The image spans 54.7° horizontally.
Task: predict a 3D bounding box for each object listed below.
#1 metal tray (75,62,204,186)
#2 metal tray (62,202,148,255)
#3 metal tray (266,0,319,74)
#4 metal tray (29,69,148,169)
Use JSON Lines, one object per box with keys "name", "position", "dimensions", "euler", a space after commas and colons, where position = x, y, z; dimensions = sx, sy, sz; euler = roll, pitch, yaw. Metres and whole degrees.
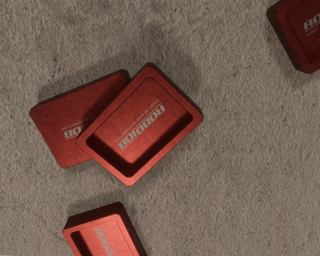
{"name": "metal tray", "position": [-0.025, -0.002, 0.373], "dimensions": [0.090, 0.030, 0.130], "euler": [43, 104, -15]}
{"name": "metal tray", "position": [-0.078, 0.184, 0.473], "dimensions": [0.090, 0.030, 0.129], "euler": [-19, 109, 6]}
{"name": "metal tray", "position": [0.204, -0.135, 0.360], "dimensions": [0.130, 0.030, 0.090], "euler": [-33, 107, 11]}
{"name": "metal tray", "position": [-0.087, -0.011, 0.402], "dimensions": [0.130, 0.030, 0.090], "euler": [-21, 109, 7]}
